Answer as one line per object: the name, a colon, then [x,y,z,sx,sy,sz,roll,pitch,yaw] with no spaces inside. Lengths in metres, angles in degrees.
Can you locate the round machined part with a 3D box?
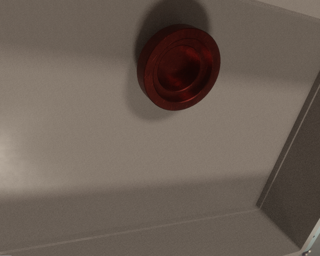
round machined part: [0.018,-0.073,0.364,0.099,0.042,0.097,-14,125,-21]
